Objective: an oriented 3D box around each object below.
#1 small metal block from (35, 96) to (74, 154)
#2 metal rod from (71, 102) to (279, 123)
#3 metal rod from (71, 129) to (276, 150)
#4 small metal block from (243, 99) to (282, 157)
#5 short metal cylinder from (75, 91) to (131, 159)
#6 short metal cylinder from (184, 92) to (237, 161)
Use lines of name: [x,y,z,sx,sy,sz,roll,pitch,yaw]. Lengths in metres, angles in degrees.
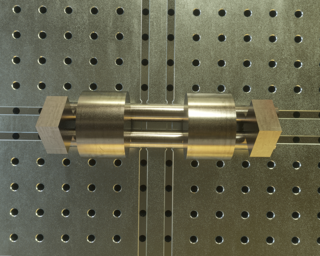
small metal block: [-0.125,-0.004,0.377,0.025,0.050,0.050,1,48,0]
metal rod: [0.004,-0.020,0.413,0.302,0.025,0.025,1,90,0]
metal rod: [0.001,0.015,0.413,0.302,0.025,0.025,1,90,0]
small metal block: [0.123,0.000,0.379,0.025,0.050,0.050,1,49,0]
short metal cylinder: [-0.063,-0.004,0.363,0.050,0.080,0.079,1,90,0]
short metal cylinder: [0.055,-0.002,0.364,0.050,0.080,0.079,1,90,0]
